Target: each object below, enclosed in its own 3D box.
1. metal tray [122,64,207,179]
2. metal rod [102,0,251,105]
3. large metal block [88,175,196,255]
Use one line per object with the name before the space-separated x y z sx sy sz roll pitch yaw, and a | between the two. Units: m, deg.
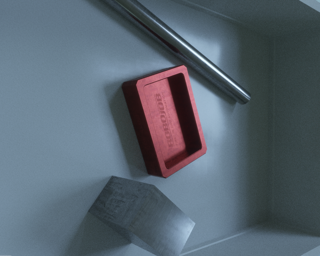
metal tray | 0.010 -0.010 0.413 0.091 0.030 0.129 -26 107 -37
metal rod | 0.038 -0.107 0.440 0.301 0.025 0.025 28 73 -37
large metal block | -0.021 0.103 0.355 0.080 0.080 0.050 48 61 -30
